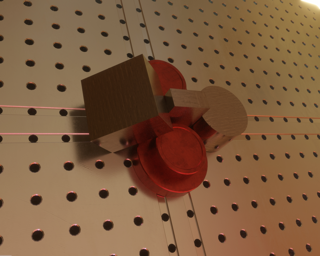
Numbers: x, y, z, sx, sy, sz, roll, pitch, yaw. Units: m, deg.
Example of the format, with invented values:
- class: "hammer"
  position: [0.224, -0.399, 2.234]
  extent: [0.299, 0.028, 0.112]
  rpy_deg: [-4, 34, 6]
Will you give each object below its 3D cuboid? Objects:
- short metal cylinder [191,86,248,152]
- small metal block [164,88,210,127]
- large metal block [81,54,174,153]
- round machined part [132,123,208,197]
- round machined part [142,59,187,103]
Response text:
- class: "short metal cylinder"
  position: [0.076, -0.013, 0.439]
  extent: [0.081, 0.050, 0.080]
  rpy_deg: [14, 56, -21]
- class: "small metal block"
  position: [0.026, -0.024, 0.392]
  extent: [0.050, 0.050, 0.025]
  rpy_deg: [1, 61, -28]
- class: "large metal block"
  position: [-0.039, -0.027, 0.361]
  extent: [0.050, 0.080, 0.080]
  rpy_deg: [44, 28, -62]
- class: "round machined part"
  position: [0.018, 0.033, 0.387]
  extent: [0.099, 0.042, 0.098]
  rpy_deg: [14, 56, -21]
- class: "round machined part"
  position: [-0.003, -0.056, 0.430]
  extent: [0.099, 0.042, 0.098]
  rpy_deg: [14, 56, -21]
